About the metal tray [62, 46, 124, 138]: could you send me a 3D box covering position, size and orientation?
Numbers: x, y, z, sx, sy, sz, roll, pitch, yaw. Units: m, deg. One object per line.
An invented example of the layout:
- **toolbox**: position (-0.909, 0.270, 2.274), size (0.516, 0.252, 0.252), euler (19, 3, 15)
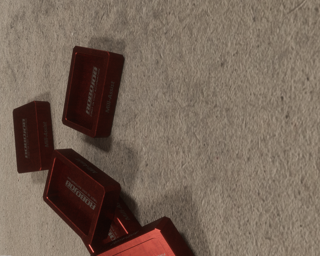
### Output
- **metal tray**: position (-0.108, -0.058, 0.487), size (0.090, 0.030, 0.129), euler (20, 102, 38)

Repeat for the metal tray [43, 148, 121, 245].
- **metal tray**: position (-0.120, 0.096, 0.457), size (0.130, 0.030, 0.089), euler (27, 107, 36)

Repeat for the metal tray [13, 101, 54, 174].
- **metal tray**: position (-0.246, 0.019, 0.601), size (0.090, 0.030, 0.129), euler (-12, 82, 39)

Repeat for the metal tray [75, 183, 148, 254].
- **metal tray**: position (-0.081, 0.148, 0.465), size (0.130, 0.030, 0.089), euler (48, 118, 29)

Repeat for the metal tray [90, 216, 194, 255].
- **metal tray**: position (-0.021, 0.177, 0.388), size (0.130, 0.030, 0.090), euler (-33, 89, 27)
